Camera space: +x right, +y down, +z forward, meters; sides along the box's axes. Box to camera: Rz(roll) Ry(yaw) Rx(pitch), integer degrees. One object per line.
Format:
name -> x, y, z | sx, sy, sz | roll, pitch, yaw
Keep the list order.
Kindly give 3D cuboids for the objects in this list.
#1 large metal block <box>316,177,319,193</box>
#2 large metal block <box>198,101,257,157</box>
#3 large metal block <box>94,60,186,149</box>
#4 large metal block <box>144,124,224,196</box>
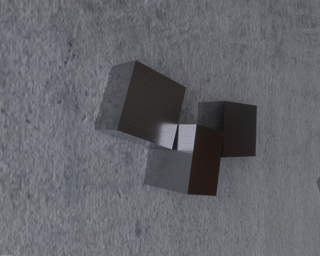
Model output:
large metal block -> 0.433, 0.142, 0.757 | 0.080, 0.050, 0.080 | -39, 114, -33
large metal block -> 0.104, 0.003, 0.479 | 0.081, 0.050, 0.079 | 3, 88, -40
large metal block -> -0.022, -0.024, 0.372 | 0.080, 0.050, 0.080 | 22, 76, -38
large metal block -> 0.029, 0.039, 0.396 | 0.050, 0.080, 0.080 | 14, 81, -40
